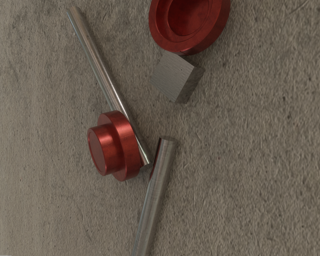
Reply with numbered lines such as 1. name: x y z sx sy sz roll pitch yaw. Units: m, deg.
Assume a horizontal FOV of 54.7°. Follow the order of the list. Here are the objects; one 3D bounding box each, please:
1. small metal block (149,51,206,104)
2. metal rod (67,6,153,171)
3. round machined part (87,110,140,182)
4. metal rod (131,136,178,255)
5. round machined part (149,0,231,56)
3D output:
1. small metal block: 0.021 -0.065 0.388 0.050 0.025 0.050 43 116 31
2. metal rod: -0.082 -0.072 0.472 0.025 0.025 0.299 -41 65 32
3. round machined part: -0.068 0.027 0.425 0.098 0.042 0.097 39 137 49
4. metal rod: -0.023 0.156 0.423 0.025 0.025 0.298 22 104 38
5. round machined part: 0.037 -0.132 0.361 0.098 0.042 0.097 -3 86 38
